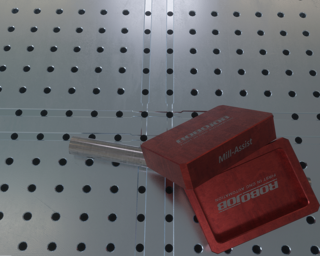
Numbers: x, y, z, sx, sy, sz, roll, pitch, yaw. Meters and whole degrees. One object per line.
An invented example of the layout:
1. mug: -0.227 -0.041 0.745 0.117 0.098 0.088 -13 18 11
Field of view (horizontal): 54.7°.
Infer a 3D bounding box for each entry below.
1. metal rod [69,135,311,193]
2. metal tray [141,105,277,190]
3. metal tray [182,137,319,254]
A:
1. metal rod: 0.035 0.047 0.394 0.302 0.025 0.025 10 70 3
2. metal tray: 0.055 0.015 0.357 0.131 0.090 0.030 -26 112 -25
3. metal tray: 0.102 0.076 0.361 0.131 0.030 0.090 -24 85 1
